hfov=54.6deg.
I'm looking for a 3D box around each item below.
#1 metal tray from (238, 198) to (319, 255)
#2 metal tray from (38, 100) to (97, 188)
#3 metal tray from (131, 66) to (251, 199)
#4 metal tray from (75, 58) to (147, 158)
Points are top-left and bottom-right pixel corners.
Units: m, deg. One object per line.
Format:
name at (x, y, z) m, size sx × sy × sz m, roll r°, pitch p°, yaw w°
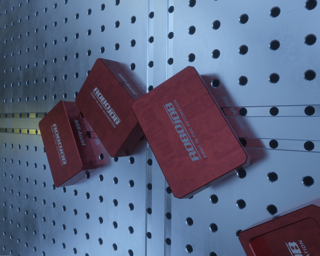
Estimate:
metal tray at (0.143, 0.143, 0.288) m, size 0.090 × 0.030 × 0.130 m, roll -37°, pitch 67°, yaw 34°
metal tray at (-0.165, 0.028, 0.544) m, size 0.090 × 0.030 × 0.130 m, roll -34°, pitch 69°, yaw 35°
metal tray at (0.033, 0.005, 0.361) m, size 0.090 × 0.030 × 0.130 m, roll -32°, pitch 69°, yaw 14°
metal tray at (-0.071, -0.031, 0.466) m, size 0.130 × 0.030 × 0.090 m, roll 51°, pitch 120°, yaw 27°
